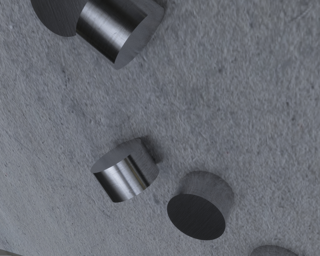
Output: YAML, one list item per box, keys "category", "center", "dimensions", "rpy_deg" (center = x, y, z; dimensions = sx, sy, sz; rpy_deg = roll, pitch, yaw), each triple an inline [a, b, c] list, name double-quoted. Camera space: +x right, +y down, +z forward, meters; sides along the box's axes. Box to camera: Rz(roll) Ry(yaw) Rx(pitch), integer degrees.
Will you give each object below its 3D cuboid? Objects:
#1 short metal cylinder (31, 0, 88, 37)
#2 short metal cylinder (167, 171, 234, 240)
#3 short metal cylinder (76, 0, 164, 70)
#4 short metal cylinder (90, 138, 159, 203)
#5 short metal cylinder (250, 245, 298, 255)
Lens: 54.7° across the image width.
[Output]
- category: "short metal cylinder"
  center: [-0.097, -0.149, 0.348]
  dimensions: [0.080, 0.050, 0.079]
  rpy_deg: [13, 124, 20]
- category: "short metal cylinder"
  center: [0.057, 0.106, 0.425]
  dimensions: [0.080, 0.050, 0.079]
  rpy_deg: [13, 124, 20]
- category: "short metal cylinder"
  center: [-0.041, -0.108, 0.324]
  dimensions: [0.050, 0.080, 0.080]
  rpy_deg: [40, 129, 0]
- category: "short metal cylinder"
  center: [-0.048, 0.058, 0.431]
  dimensions: [0.080, 0.080, 0.050]
  rpy_deg: [-20, 108, 35]
- category: "short metal cylinder"
  center: [0.163, 0.214, 0.437]
  dimensions: [0.080, 0.050, 0.079]
  rpy_deg: [13, 124, 20]
